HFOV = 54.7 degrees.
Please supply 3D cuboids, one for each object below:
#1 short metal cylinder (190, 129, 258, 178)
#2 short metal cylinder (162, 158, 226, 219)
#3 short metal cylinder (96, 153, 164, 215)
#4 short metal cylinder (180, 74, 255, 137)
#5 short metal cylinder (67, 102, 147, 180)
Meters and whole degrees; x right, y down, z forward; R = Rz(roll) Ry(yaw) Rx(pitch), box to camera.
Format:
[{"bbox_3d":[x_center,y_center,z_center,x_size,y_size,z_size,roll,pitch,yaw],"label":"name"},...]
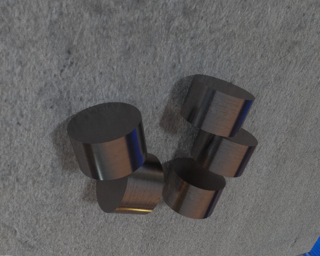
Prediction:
[{"bbox_3d":[0.090,0.026,0.439,0.081,0.080,0.050,6,115,-32],"label":"short metal cylinder"},{"bbox_3d":[0.049,0.087,0.454,0.081,0.080,0.050,5,116,-31],"label":"short metal cylinder"},{"bbox_3d":[-0.040,0.068,0.393,0.050,0.080,0.080,15,111,-35],"label":"short metal cylinder"},{"bbox_3d":[0.072,-0.030,0.394,0.081,0.080,0.050,6,116,-31],"label":"short metal cylinder"},{"bbox_3d":[-0.057,0.013,0.349,0.081,0.080,0.050,-20,126,-17],"label":"short metal cylinder"}]
